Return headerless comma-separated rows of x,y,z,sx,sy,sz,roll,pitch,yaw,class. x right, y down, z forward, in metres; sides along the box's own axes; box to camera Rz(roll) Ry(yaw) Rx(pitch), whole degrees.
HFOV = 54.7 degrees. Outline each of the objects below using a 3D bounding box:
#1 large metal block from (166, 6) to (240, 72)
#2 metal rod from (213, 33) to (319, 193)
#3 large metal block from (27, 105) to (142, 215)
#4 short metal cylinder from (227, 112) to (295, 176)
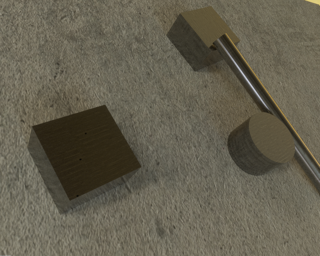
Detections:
0.072,-0.151,0.518,0.081,0.050,0.080,-29,78,-37,large metal block
0.179,-0.016,0.476,0.025,0.025,0.299,-39,94,-39,metal rod
-0.080,0.031,0.326,0.081,0.050,0.080,-22,74,-36,large metal block
0.147,0.023,0.452,0.081,0.050,0.080,14,56,-21,short metal cylinder
